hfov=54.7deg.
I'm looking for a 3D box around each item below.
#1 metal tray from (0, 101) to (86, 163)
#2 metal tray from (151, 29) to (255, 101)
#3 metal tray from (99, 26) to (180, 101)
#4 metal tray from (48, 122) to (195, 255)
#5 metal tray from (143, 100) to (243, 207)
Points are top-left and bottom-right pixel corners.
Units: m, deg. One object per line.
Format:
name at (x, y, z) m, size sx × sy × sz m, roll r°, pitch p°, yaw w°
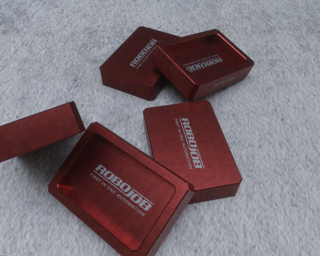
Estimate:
metal tray at (-0.131, 0.004, 0.336) m, size 0.091 × 0.130 × 0.030 m, roll -21°, pitch 96°, yaw -13°
metal tray at (0.065, -0.098, 0.455) m, size 0.131 × 0.030 × 0.090 m, roll -25°, pitch 64°, yaw -35°
metal tray at (-0.022, -0.106, 0.489) m, size 0.090 × 0.030 × 0.130 m, roll 21°, pitch 53°, yaw 16°
metal tray at (-0.042, 0.063, 0.320) m, size 0.130 × 0.030 × 0.090 m, roll 31°, pitch 85°, yaw 23°
metal tray at (0.034, 0.026, 0.379) m, size 0.091 × 0.030 × 0.130 m, roll -8°, pitch 51°, yaw -8°
